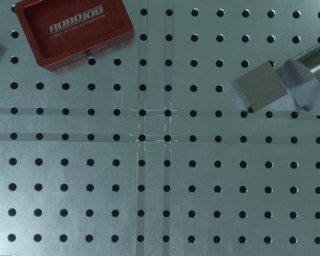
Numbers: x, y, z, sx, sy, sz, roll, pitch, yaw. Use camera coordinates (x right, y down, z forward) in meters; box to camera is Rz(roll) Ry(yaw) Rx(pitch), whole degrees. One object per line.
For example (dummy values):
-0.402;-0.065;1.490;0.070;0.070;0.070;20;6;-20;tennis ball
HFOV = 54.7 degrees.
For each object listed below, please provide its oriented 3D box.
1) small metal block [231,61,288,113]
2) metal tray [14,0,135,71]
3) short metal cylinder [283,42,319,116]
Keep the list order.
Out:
0.132;-0.054;0.415;0.050;0.025;0.050;-30;90;-1;small metal block
-0.110;-0.141;0.409;0.131;0.030;0.090;-23;90;-1;metal tray
0.201;-0.062;0.389;0.050;0.080;0.080;-30;90;0;short metal cylinder
